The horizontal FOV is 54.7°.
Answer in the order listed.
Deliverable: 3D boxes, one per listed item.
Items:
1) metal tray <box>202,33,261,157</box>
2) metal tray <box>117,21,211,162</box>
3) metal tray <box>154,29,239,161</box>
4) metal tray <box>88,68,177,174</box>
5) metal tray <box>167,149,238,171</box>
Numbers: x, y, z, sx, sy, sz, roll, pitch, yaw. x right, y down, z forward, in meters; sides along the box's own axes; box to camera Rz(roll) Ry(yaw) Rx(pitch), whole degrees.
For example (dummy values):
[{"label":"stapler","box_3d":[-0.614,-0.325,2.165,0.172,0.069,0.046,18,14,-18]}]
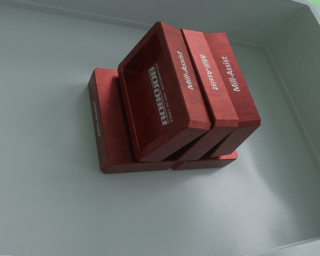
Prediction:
[{"label":"metal tray","box_3d":[0.070,-0.040,0.382,0.030,0.090,0.130,-7,65,-15]},{"label":"metal tray","box_3d":[-0.002,-0.038,0.342,0.030,0.090,0.130,8,57,-39]},{"label":"metal tray","box_3d":[0.034,-0.038,0.362,0.030,0.090,0.130,0,60,-28]},{"label":"metal tray","box_3d":[-0.035,-0.011,0.387,0.091,0.030,0.130,0,62,-28]},{"label":"metal tray","box_3d":[0.046,-0.009,0.430,0.091,0.030,0.130,0,62,-28]}]
